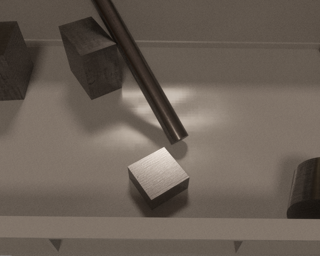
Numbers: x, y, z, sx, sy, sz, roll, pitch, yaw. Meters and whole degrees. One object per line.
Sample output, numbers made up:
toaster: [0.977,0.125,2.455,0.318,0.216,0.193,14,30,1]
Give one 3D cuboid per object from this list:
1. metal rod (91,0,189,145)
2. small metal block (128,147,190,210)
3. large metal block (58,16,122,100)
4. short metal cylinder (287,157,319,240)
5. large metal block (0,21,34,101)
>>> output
metal rod: [-0.046,-0.114,0.418,0.025,0.025,0.299,-26,81,-20]
small metal block: [-0.002,0.057,0.357,0.050,0.025,0.050,-27,55,-21]
large metal block: [-0.101,-0.102,0.454,0.050,0.080,0.080,-26,55,-20]
short metal cylinder: [0.174,0.074,0.310,0.080,0.080,0.050,18,52,14]
large metal block: [-0.227,-0.096,0.447,0.050,0.080,0.080,-3,50,-3]
